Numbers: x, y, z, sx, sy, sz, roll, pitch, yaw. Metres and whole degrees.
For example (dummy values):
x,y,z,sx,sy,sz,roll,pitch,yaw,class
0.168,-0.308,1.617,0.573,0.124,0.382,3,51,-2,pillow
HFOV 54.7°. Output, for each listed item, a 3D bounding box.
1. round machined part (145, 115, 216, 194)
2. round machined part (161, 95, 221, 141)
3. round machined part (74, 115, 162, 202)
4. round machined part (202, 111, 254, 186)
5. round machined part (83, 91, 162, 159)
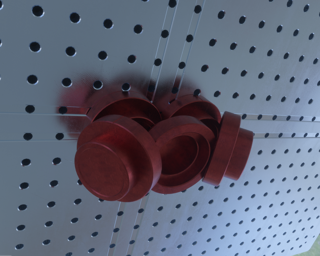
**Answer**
x,y,z,sx,sy,sz,roll,pitch,yaw,class
0.016,0.028,0.372,0.099,0.042,0.097,-14,125,-21,round machined part
0.045,0.007,0.430,0.099,0.042,0.097,-14,125,-21,round machined part
-0.051,0.038,0.331,0.042,0.098,0.097,-39,144,-55,round machined part
0.090,0.030,0.404,0.042,0.098,0.097,18,115,8,round machined part
-0.041,0.007,0.383,0.099,0.042,0.097,-14,125,-21,round machined part
